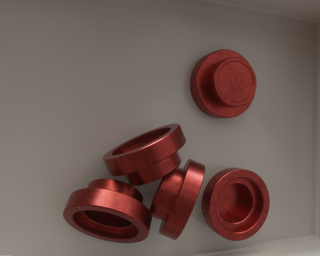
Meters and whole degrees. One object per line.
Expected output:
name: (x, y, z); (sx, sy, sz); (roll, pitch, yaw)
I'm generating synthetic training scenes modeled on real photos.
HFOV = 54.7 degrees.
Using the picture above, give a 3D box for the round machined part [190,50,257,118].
round machined part: (0.096, -0.063, 0.438); (0.099, 0.042, 0.097); (0, 90, -21)

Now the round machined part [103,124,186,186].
round machined part: (-0.014, 0.034, 0.368); (0.099, 0.098, 0.042); (-26, 99, -18)

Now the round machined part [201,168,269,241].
round machined part: (0.102, 0.105, 0.441); (0.099, 0.042, 0.097); (0, 90, -21)

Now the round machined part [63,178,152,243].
round machined part: (-0.057, 0.094, 0.360); (0.098, 0.098, 0.042); (29, 48, -18)

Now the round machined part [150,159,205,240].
round machined part: (0.017, 0.083, 0.383); (0.042, 0.098, 0.098); (23, 82, 3)
